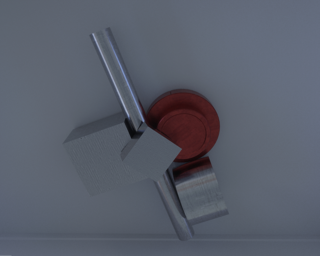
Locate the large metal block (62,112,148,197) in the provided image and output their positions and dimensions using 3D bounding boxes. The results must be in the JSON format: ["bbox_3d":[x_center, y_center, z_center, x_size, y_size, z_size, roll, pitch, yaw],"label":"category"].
[{"bbox_3d":[-0.066,0.032,0.405,0.080,0.050,0.080,-19,109,6],"label":"large metal block"}]

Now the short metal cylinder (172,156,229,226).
[{"bbox_3d":[0.054,0.083,0.412,0.050,0.080,0.080,-20,109,7],"label":"short metal cylinder"}]

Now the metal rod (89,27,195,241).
[{"bbox_3d":[-0.015,0.022,0.395,0.025,0.025,0.299,-20,109,7],"label":"metal rod"}]

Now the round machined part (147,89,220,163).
[{"bbox_3d":[0.029,0.002,0.401,0.099,0.042,0.097,0,110,-1],"label":"round machined part"}]

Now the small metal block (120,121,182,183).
[{"bbox_3d":[-0.011,0.028,0.368,0.050,0.025,0.050,34,95,-19],"label":"small metal block"}]
